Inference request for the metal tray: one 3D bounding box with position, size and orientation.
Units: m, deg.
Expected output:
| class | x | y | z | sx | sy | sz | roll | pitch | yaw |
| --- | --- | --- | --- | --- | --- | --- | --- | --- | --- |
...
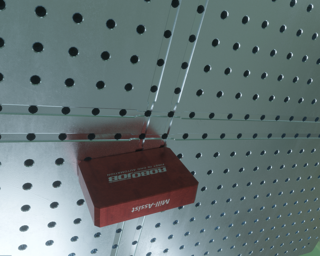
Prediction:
| class | x | y | z | sx | sy | sz | roll | pitch | yaw |
| --- | --- | --- | --- | --- | --- | --- | --- | --- | --- |
| metal tray | -0.029 | 0.069 | 0.394 | 0.131 | 0.090 | 0.030 | -8 | 122 | -24 |
